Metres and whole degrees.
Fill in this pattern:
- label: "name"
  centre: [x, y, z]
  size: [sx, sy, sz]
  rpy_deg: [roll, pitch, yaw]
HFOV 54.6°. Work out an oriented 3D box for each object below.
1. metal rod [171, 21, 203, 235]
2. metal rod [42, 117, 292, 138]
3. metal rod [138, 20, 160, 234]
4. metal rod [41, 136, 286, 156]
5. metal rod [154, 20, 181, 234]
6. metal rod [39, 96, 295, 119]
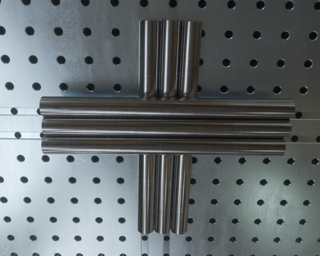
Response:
- label: "metal rod"
  centre: [0.033, 0.014, 0.419]
  size: [0.025, 0.025, 0.298]
  rpy_deg: [2, 110, -1]
- label: "metal rod"
  centre: [0.009, -0.001, 0.386]
  size: [0.302, 0.025, 0.025]
  rpy_deg: [0, 110, -1]
- label: "metal rod"
  centre: [-0.017, 0.013, 0.418]
  size: [0.025, 0.025, 0.298]
  rpy_deg: [2, 110, -1]
- label: "metal rod"
  centre: [0.005, 0.022, 0.395]
  size: [0.302, 0.025, 0.025]
  rpy_deg: [0, 110, -1]
- label: "metal rod"
  centre: [0.008, 0.012, 0.418]
  size: [0.025, 0.025, 0.298]
  rpy_deg: [2, 110, -1]
- label: "metal rod"
  centre: [0.009, -0.025, 0.377]
  size: [0.302, 0.025, 0.025]
  rpy_deg: [0, 110, -1]
